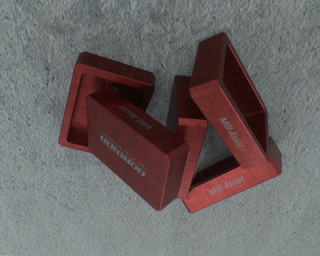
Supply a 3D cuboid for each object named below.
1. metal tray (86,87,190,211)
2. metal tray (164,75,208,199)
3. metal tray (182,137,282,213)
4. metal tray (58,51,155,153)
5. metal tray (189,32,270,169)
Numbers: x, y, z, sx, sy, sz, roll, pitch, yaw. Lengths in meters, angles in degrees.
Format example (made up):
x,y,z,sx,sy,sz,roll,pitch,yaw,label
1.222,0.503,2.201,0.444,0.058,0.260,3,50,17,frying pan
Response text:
x,y,z,sx,sy,sz,roll,pitch,yaw,label
-0.032,0.022,0.353,0.130,0.030,0.089,36,137,28,metal tray
0.025,0.013,0.378,0.030,0.090,0.129,5,131,-5,metal tray
0.097,0.062,0.420,0.130,0.090,0.030,-31,89,23,metal tray
-0.069,-0.021,0.387,0.091,0.030,0.129,15,128,-13,metal tray
0.082,-0.027,0.341,0.030,0.090,0.130,-17,130,32,metal tray
